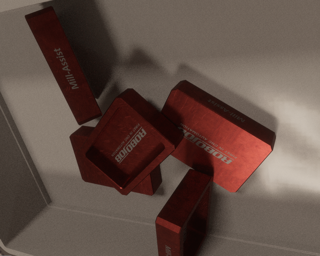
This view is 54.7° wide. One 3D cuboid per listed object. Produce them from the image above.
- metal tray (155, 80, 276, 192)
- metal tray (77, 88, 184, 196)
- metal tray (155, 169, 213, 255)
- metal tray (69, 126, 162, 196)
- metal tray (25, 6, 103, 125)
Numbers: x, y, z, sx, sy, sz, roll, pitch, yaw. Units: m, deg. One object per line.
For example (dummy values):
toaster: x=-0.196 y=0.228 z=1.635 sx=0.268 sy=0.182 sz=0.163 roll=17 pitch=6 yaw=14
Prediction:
metal tray: x=0.060 y=0.012 z=0.380 sx=0.130 sy=0.030 sz=0.089 roll=32 pitch=128 yaw=7
metal tray: x=-0.042 y=0.023 z=0.400 sx=0.090 sy=0.030 sz=0.129 roll=42 pitch=129 yaw=-1
metal tray: x=0.033 y=0.128 z=0.396 sx=0.030 sy=0.090 sz=0.129 roll=18 pitch=134 yaw=25
metal tray: x=-0.067 y=0.048 z=0.468 sx=0.130 sy=0.030 sz=0.089 roll=6 pitch=121 yaw=24
metal tray: x=-0.115 y=-0.075 z=0.380 sx=0.030 sy=0.090 sz=0.129 roll=-25 pitch=110 yaw=-9
